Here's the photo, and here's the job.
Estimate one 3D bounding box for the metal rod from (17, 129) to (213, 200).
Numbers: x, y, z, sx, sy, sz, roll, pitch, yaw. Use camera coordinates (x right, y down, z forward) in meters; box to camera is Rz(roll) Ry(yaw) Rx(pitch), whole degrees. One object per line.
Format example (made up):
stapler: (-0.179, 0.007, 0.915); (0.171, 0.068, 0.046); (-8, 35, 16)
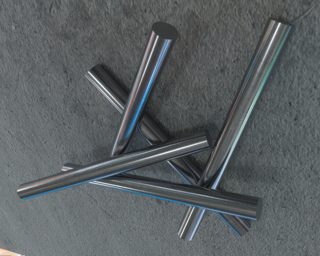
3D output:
metal rod: (-0.075, 0.055, 0.423); (0.300, 0.025, 0.025); (-18, 110, 21)

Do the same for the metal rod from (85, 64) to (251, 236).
metal rod: (0.014, 0.033, 0.419); (0.300, 0.025, 0.025); (46, 129, -5)

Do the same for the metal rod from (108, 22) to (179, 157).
metal rod: (-0.040, -0.002, 0.392); (0.025, 0.025, 0.298); (34, 140, 6)

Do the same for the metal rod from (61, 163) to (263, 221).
metal rod: (-0.020, 0.077, 0.412); (0.300, 0.025, 0.025); (4, 121, 32)

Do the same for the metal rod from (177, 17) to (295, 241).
metal rod: (0.075, 0.025, 0.361); (0.025, 0.025, 0.298); (25, 121, 13)
